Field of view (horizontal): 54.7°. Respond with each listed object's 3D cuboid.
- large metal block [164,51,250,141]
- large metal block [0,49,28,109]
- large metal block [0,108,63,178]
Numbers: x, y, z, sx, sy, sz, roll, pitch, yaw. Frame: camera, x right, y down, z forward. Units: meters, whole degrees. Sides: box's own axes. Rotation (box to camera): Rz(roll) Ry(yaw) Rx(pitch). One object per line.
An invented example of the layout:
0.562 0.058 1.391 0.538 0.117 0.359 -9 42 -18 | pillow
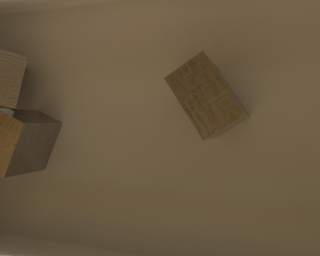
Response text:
0.058 -0.034 0.360 0.050 0.080 0.080 -34 79 17 | large metal block
-0.247 -0.072 0.451 0.050 0.081 0.080 -12 67 61 | large metal block
-0.200 0.019 0.449 0.050 0.080 0.080 26 98 17 | large metal block
